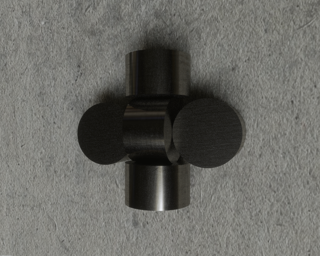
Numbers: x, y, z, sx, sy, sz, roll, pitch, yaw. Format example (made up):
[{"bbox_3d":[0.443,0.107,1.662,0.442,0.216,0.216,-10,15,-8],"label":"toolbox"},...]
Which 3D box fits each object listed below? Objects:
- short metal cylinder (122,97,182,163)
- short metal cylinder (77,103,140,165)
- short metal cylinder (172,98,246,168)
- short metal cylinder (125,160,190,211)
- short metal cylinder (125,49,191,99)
[{"bbox_3d":[-0.006,0.002,0.383,0.050,0.080,0.080,1,90,20],"label":"short metal cylinder"},{"bbox_3d":[-0.063,0.007,0.419,0.080,0.050,0.080,0,90,19],"label":"short metal cylinder"},{"bbox_3d":[0.061,0.006,0.375,0.080,0.050,0.080,0,90,20],"label":"short metal cylinder"},{"bbox_3d":[-0.003,0.067,0.383,0.080,0.080,0.050,0,90,20],"label":"short metal cylinder"},{"bbox_3d":[-0.002,-0.063,0.382,0.080,0.080,0.050,0,90,20],"label":"short metal cylinder"}]
